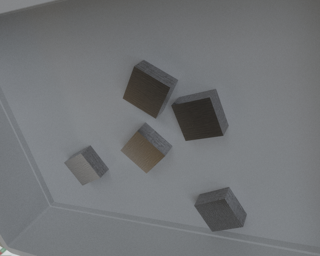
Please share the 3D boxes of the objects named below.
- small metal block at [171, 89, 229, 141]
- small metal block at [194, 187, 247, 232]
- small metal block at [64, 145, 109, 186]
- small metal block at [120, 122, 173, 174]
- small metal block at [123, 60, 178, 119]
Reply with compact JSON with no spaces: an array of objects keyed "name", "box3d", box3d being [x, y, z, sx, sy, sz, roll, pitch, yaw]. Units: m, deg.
[{"name":"small metal block","box3d":[0.049,-0.015,0.374,0.050,0.025,0.050,-10,114,32]},{"name":"small metal block","box3d":[0.085,0.115,0.435,0.050,0.025,0.050,-24,105,36]},{"name":"small metal block","box3d":[-0.122,0.063,0.512,0.050,0.025,0.050,-26,104,37]},{"name":"small metal block","box3d":[-0.020,0.029,0.437,0.050,0.025,0.050,42,129,-1]},{"name":"small metal block","box3d":[-0.013,-0.048,0.386,0.050,0.025,0.050,32,129,7]}]
